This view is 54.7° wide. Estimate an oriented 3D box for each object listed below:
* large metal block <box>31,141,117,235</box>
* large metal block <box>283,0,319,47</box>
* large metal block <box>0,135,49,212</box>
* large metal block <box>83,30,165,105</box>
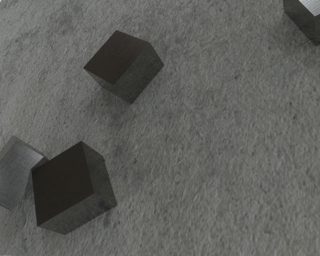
[{"bbox_3d":[-0.111,0.077,0.397,0.080,0.050,0.080,-31,52,7],"label":"large metal block"},{"bbox_3d":[0.207,-0.159,0.377,0.080,0.050,0.080,-26,53,11],"label":"large metal block"},{"bbox_3d":[-0.209,0.060,0.438,0.080,0.050,0.080,-57,26,-13],"label":"large metal block"},{"bbox_3d":[-0.055,-0.094,0.473,0.080,0.050,0.080,32,79,37],"label":"large metal block"}]
